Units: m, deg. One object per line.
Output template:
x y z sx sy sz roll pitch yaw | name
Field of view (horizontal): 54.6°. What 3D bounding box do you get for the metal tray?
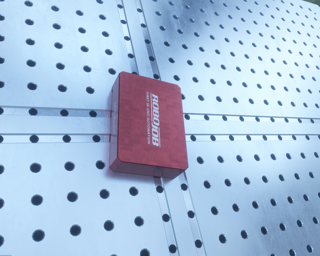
-0.015 -0.005 0.400 0.091 0.030 0.130 11 57 -22 | metal tray
